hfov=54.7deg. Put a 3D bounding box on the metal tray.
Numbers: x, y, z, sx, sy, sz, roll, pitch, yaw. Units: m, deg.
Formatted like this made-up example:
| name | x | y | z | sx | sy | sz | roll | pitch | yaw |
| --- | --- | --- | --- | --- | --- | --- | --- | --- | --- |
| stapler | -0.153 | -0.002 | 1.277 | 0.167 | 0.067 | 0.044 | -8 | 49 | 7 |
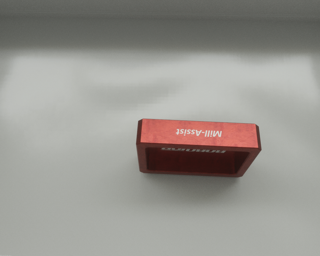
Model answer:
| name | x | y | z | sx | sy | sz | roll | pitch | yaw |
| --- | --- | --- | --- | --- | --- | --- | --- | --- | --- |
| metal tray | 0.041 | 0.026 | 0.364 | 0.131 | 0.090 | 0.030 | 3 | 62 | 0 |
